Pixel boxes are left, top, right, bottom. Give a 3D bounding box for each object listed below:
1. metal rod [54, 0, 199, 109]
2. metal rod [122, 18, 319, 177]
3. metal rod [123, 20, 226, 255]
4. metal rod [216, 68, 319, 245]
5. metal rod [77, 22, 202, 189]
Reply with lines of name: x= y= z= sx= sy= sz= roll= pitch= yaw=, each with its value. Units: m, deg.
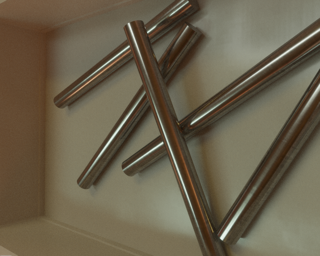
metal rod: x=-0.069 y=-0.100 z=0.461 sx=0.299 sy=0.025 sz=0.025 roll=-27 pitch=74 yaw=36
metal rod: x=0.056 y=-0.017 z=0.359 sx=0.299 sy=0.025 sz=0.025 roll=-37 pitch=68 yaw=33
metal rod: x=0.018 y=0.019 z=0.359 sx=0.025 sy=0.025 sz=0.299 roll=-22 pitch=86 yaw=37
metal rod: x=0.135 y=-0.006 z=0.294 sx=0.025 sy=0.025 sz=0.298 roll=39 pitch=113 yaw=33
metal rod: x=-0.042 y=-0.015 z=0.438 sx=0.298 sy=0.025 sz=0.025 roll=-52 pitch=60 yaw=27
